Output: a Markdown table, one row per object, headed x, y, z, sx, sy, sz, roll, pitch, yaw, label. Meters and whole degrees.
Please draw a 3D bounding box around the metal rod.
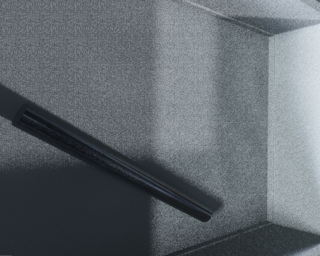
| x | y | z | sx | sy | sz | roll | pitch | yaw | label |
| --- | --- | --- | --- | --- | --- | --- | --- | --- | --- |
| -0.033 | 0.058 | 0.380 | 0.301 | 0.025 | 0.025 | 35 | 68 | -35 | metal rod |
